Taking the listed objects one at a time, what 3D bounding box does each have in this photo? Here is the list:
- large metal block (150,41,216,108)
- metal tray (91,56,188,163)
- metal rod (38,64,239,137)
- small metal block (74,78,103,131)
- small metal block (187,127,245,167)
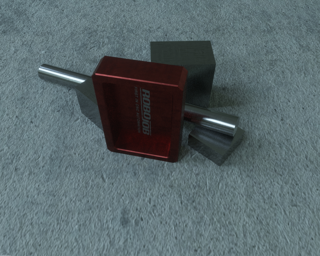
[{"bbox_3d":[0.028,-0.072,0.428,0.081,0.080,0.050,-2,50,-2],"label":"large metal block"},{"bbox_3d":[-0.019,-0.015,0.349,0.090,0.129,0.030,9,51,8],"label":"metal tray"},{"bbox_3d":[-0.043,-0.044,0.423,0.301,0.025,0.025,17,52,20],"label":"metal rod"},{"bbox_3d":[-0.083,-0.030,0.412,0.050,0.050,0.025,37,59,26],"label":"small metal block"},{"bbox_3d":[0.071,0.013,0.395,0.050,0.025,0.050,34,58,25],"label":"small metal block"}]
